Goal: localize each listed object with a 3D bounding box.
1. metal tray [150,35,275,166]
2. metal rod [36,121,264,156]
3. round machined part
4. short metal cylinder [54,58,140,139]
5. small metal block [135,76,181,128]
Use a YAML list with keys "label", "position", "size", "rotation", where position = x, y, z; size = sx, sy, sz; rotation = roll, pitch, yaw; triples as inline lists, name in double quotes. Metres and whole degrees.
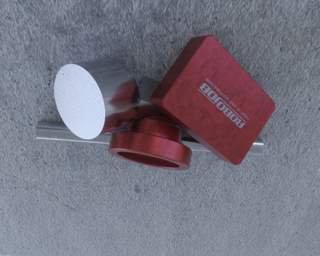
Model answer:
- label: "metal tray"
  position: [0.064, -0.028, 0.349]
  size: [0.130, 0.030, 0.090]
  rotation: [38, 82, -28]
- label: "metal rod"
  position: [-0.010, 0.015, 0.421]
  size: [0.302, 0.025, 0.025]
  rotation: [5, 130, -4]
- label: "round machined part"
  position: [-0.009, 0.019, 0.373]
  size: [0.099, 0.042, 0.098]
  rotation: [11, 165, 3]
- label: "short metal cylinder"
  position: [-0.069, -0.033, 0.337]
  size: [0.080, 0.050, 0.079]
  rotation: [16, 117, 34]
- label: "small metal block"
  position: [-0.002, -0.030, 0.365]
  size: [0.050, 0.050, 0.025]
  rotation: [18, 128, -15]
